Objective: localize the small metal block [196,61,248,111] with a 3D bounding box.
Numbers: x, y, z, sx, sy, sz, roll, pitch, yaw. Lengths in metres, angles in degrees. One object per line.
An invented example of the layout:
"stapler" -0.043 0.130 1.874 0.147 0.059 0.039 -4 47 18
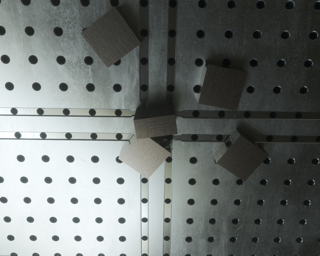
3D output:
"small metal block" 0.077 -0.054 0.394 0.050 0.025 0.050 10 110 -4

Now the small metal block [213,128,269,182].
"small metal block" 0.111 0.037 0.428 0.050 0.025 0.050 34 107 -12

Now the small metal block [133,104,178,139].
"small metal block" -0.005 -0.009 0.396 0.050 0.050 0.025 -8 109 3

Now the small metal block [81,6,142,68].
"small metal block" -0.057 -0.109 0.373 0.050 0.025 0.050 -34 107 11

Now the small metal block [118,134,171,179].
"small metal block" -0.020 0.033 0.425 0.050 0.025 0.050 37 106 -13
